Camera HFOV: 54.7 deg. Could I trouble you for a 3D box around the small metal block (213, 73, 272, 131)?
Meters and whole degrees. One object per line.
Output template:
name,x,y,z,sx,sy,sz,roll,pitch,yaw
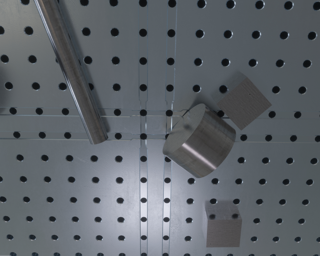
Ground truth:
small metal block,0.106,-0.034,0.402,0.050,0.025,0.050,-42,105,14

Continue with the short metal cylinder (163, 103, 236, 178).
short metal cylinder,0.048,0.016,0.390,0.050,0.080,0.080,38,106,-13

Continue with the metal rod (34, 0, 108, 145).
metal rod,-0.123,-0.118,0.368,0.025,0.025,0.298,-15,110,5

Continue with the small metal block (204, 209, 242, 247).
small metal block,0.095,0.153,0.471,0.050,0.025,0.050,0,110,0
